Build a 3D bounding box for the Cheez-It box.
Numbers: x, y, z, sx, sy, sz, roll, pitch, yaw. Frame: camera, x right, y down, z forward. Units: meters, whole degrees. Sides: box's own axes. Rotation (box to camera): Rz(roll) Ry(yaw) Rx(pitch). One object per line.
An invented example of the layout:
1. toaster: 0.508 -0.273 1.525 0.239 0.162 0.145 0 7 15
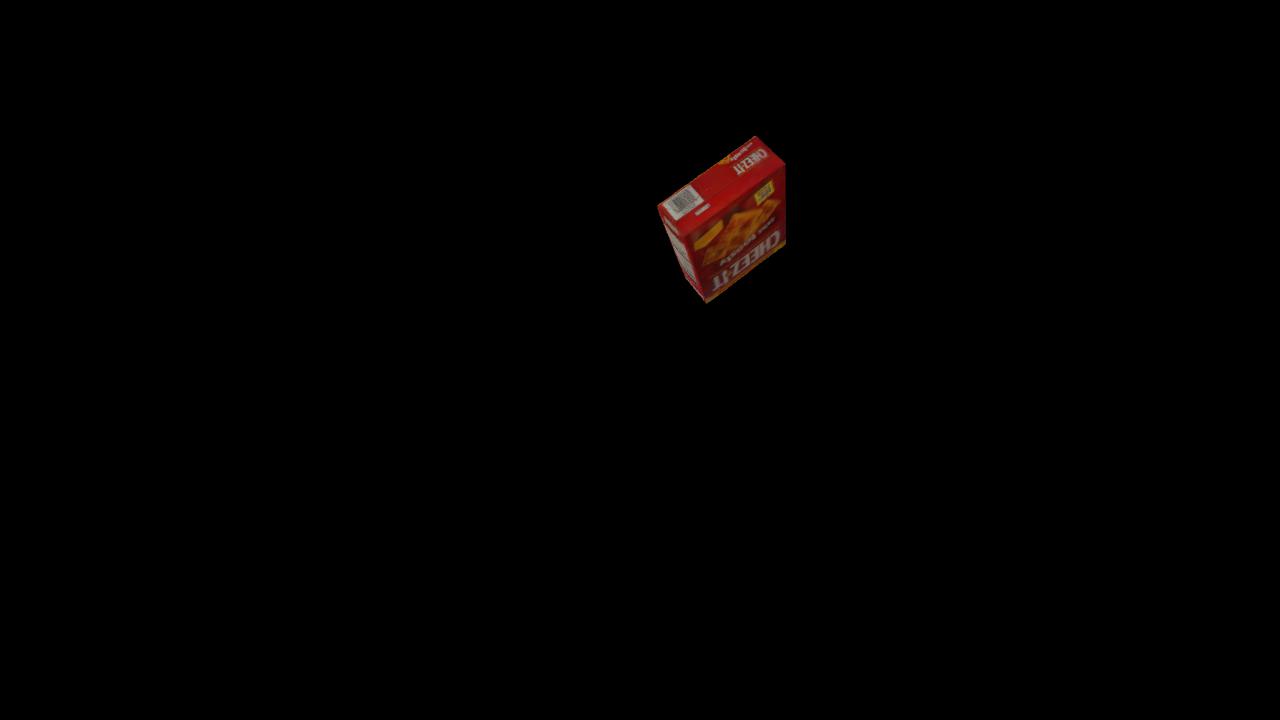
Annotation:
1. Cheez-It box: 0.129 -0.193 0.898 0.166 0.071 0.223 -36 -23 0
